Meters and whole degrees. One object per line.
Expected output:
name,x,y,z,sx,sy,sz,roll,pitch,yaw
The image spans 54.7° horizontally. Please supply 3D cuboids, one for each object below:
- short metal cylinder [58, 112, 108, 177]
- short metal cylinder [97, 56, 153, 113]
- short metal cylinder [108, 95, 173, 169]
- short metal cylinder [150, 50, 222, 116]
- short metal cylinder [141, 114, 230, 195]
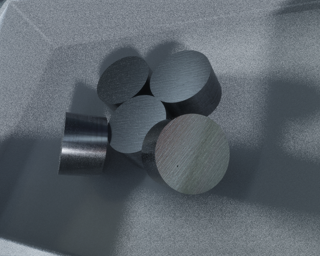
short metal cylinder,-0.101,0.022,0.399,0.050,0.080,0.080,7,54,-19
short metal cylinder,-0.041,-0.055,0.440,0.080,0.050,0.080,-13,56,20
short metal cylinder,-0.019,0.006,0.391,0.080,0.050,0.080,-13,56,20
short metal cylinder,0.034,-0.053,0.402,0.080,0.050,0.080,-13,56,20
short metal cylinder,0.026,0.027,0.329,0.080,0.080,0.050,-58,14,-13
